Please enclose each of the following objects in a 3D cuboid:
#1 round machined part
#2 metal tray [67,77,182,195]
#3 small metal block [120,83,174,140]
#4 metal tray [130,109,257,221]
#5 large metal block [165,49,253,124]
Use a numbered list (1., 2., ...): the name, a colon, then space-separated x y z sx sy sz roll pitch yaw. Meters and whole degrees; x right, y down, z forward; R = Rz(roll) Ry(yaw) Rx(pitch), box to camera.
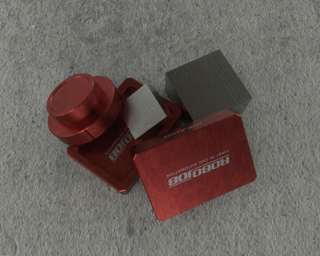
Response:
1. round machined part: -0.101 -0.030 0.388 0.098 0.042 0.098 -15 49 18
2. metal tray: -0.043 0.008 0.402 0.090 0.030 0.130 33 73 11
3. small metal block: -0.019 -0.020 0.392 0.050 0.025 0.050 -36 74 17
4. metal tray: 0.041 0.043 0.367 0.131 0.030 0.090 -22 108 -7
5. large metal block: 0.061 -0.046 0.413 0.080 0.050 0.080 -25 72 -9
